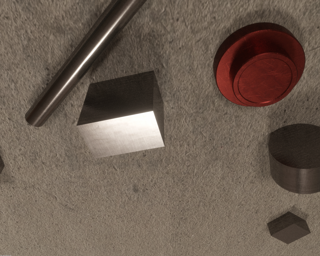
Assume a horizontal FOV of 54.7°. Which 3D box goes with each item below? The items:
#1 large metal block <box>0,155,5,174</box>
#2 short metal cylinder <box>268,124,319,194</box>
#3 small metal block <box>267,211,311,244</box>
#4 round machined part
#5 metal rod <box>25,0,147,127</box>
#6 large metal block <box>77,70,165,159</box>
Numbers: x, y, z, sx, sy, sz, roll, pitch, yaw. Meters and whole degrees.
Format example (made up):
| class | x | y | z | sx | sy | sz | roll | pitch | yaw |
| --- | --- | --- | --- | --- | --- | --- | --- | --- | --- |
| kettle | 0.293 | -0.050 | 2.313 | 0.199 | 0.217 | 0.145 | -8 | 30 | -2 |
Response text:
| class | x | y | z | sx | sy | sz | roll | pitch | yaw |
| --- | --- | --- | --- | --- | --- | --- | --- | --- | --- |
| large metal block | -0.273 | 0.042 | 0.422 | 0.081 | 0.050 | 0.079 | 2 | 130 | -2 |
| short metal cylinder | 0.187 | 0.039 | 0.408 | 0.080 | 0.080 | 0.050 | -12 | 129 | 10 |
| small metal block | 0.236 | 0.184 | 0.568 | 0.050 | 0.025 | 0.050 | 31 | 123 | -24 |
| round machined part | 0.111 | -0.062 | 0.345 | 0.099 | 0.042 | 0.097 | -1 | 130 | 0 |
| metal rod | -0.061 | -0.097 | 0.323 | 0.025 | 0.025 | 0.299 | 34 | 122 | -26 |
| large metal block | -0.040 | -0.017 | 0.356 | 0.080 | 0.080 | 0.050 | -11 | 130 | 8 |
